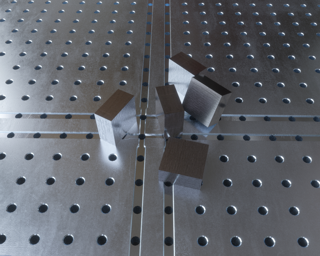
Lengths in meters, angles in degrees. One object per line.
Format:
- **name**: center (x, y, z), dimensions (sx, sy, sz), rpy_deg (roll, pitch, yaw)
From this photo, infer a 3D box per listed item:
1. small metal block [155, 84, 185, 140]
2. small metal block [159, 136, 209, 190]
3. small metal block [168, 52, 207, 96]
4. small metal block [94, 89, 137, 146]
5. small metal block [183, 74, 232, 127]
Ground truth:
- **small metal block**: center (0.012, -0.021, 0.409), dimensions (0.025, 0.050, 0.050), rpy_deg (-10, 51, -9)
- **small metal block**: center (0.029, 0.042, 0.373), dimensions (0.050, 0.025, 0.050), rpy_deg (11, 51, 9)
- **small metal block**: center (0.039, -0.076, 0.456), dimensions (0.025, 0.050, 0.050), rpy_deg (-35, 59, -26)
- **small metal block**: center (-0.056, -0.013, 0.402), dimensions (0.025, 0.050, 0.050), rpy_deg (24, 54, 18)
- **small metal block**: center (0.062, -0.037, 0.420), dimensions (0.050, 0.050, 0.025), rpy_deg (38, 38, 27)
